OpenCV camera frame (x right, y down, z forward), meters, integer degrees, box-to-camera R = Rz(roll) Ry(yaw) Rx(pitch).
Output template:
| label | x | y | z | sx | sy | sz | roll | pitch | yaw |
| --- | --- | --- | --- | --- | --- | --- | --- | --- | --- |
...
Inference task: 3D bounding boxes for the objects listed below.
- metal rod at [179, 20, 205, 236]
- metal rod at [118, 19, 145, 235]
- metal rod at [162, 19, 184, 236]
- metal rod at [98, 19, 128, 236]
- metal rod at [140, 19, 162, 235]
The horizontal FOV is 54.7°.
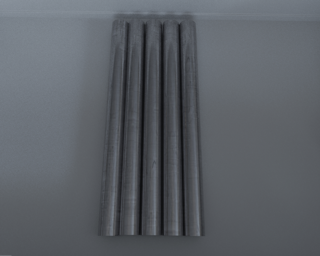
| label | x | y | z | sx | sy | sz | roll | pitch | yaw |
| --- | --- | --- | --- | --- | --- | --- | --- | --- | --- |
| metal rod | 0.041 | -0.014 | 0.413 | 0.025 | 0.025 | 0.299 | 0 | 70 | 0 |
| metal rod | -0.035 | -0.015 | 0.413 | 0.025 | 0.025 | 0.299 | 0 | 70 | 0 |
| metal rod | 0.016 | -0.014 | 0.414 | 0.025 | 0.025 | 0.299 | 0 | 70 | 0 |
| metal rod | -0.059 | -0.014 | 0.413 | 0.025 | 0.025 | 0.299 | 0 | 70 | 0 |
| metal rod | -0.010 | -0.015 | 0.414 | 0.025 | 0.025 | 0.299 | 0 | 70 | 0 |
